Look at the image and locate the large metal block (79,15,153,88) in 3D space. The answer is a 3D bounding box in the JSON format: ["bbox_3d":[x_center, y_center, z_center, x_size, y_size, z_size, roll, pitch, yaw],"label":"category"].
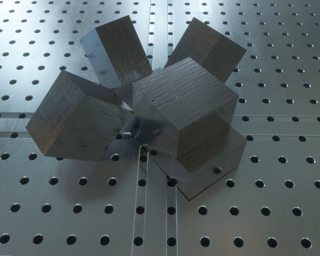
[{"bbox_3d":[-0.064,-0.103,0.438,0.050,0.080,0.080,-31,17,-23],"label":"large metal block"}]

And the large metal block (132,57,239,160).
[{"bbox_3d":[0.026,-0.025,0.346,0.080,0.050,0.080,-29,57,-24],"label":"large metal block"}]

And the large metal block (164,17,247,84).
[{"bbox_3d":[0.063,-0.095,0.432,0.050,0.080,0.080,44,23,31],"label":"large metal block"}]

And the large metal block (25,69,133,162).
[{"bbox_3d":[-0.091,-0.010,0.360,0.050,0.080,0.080,44,104,31],"label":"large metal block"}]

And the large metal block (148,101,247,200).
[{"bbox_3d":[0.042,0.024,0.371,0.080,0.050,0.080,-29,55,-23],"label":"large metal block"}]

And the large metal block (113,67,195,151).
[{"bbox_3d":[-0.007,-0.026,0.414,0.080,0.050,0.080,-31,57,-23],"label":"large metal block"}]
